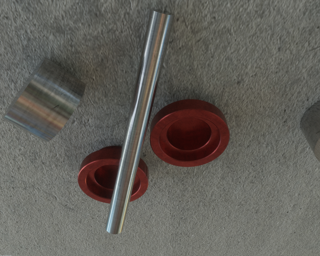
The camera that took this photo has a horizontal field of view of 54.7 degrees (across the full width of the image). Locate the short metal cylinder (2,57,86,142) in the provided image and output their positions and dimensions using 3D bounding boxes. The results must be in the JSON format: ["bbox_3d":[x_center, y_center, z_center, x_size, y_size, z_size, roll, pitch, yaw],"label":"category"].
[{"bbox_3d":[-0.127,-0.031,0.343,0.050,0.080,0.080,35,122,-26],"label":"short metal cylinder"}]

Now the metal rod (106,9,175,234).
[{"bbox_3d":[-0.031,0.013,0.376,0.025,0.025,0.298,10,117,-9],"label":"metal rod"}]

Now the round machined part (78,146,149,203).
[{"bbox_3d":[-0.065,0.064,0.450,0.099,0.042,0.097,0,130,0],"label":"round machined part"}]

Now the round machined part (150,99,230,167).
[{"bbox_3d":[0.037,0.002,0.399,0.099,0.042,0.097,-1,130,0],"label":"round machined part"}]

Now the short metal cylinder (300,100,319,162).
[{"bbox_3d":[0.231,0.004,0.398,0.081,0.050,0.079,0,130,0],"label":"short metal cylinder"}]
